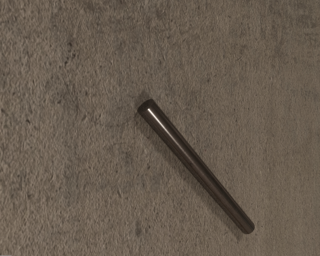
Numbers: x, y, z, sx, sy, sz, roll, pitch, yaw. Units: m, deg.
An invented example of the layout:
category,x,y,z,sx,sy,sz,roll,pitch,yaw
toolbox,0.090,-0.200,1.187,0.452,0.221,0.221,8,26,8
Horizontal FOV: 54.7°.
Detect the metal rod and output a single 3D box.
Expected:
category,x,y,z,sx,sy,sz,roll,pitch,yaw
metal rod,0.067,0.072,0.463,0.300,0.025,0.025,50,61,-29
